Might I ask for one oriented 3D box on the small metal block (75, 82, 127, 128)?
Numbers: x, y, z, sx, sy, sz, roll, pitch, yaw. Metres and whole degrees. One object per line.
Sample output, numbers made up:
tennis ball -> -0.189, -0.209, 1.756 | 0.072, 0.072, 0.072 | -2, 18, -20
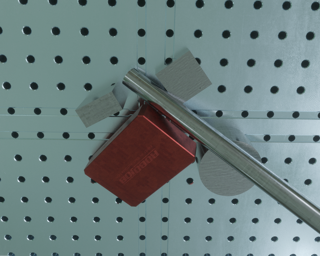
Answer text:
small metal block -> -0.072, -0.030, 0.388 | 0.050, 0.050, 0.025 | -26, 108, 9

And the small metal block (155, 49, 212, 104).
small metal block -> 0.029, -0.064, 0.390 | 0.050, 0.025, 0.050 | -34, 107, 11

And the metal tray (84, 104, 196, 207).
metal tray -> -0.027, 0.041, 0.408 | 0.090, 0.030, 0.129 | 39, 120, -14

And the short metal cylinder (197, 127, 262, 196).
short metal cylinder -> 0.090, 0.044, 0.418 | 0.081, 0.050, 0.079 | 0, 110, 0

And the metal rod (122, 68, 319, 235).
metal rod -> 0.078, 0.026, 0.367 | 0.300, 0.025, 0.025 | 38, 107, 9
